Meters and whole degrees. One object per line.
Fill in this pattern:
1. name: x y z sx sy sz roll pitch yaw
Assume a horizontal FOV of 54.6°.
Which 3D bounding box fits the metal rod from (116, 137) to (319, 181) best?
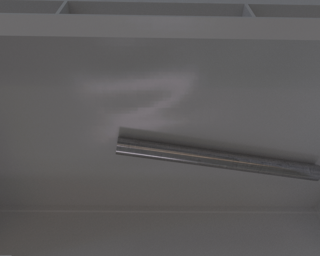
1. metal rod: 0.089 0.046 0.448 0.302 0.025 0.025 8 130 -7
